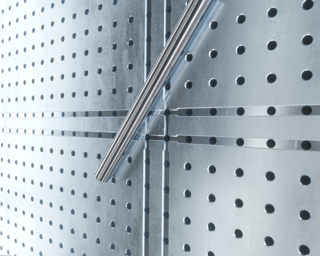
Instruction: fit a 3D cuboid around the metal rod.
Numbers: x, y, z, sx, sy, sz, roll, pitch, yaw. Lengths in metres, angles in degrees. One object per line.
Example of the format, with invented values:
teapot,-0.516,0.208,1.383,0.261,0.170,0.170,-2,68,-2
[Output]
metal rod,-0.018,-0.042,0.421,0.025,0.025,0.298,46,117,30
